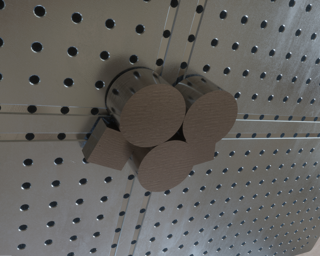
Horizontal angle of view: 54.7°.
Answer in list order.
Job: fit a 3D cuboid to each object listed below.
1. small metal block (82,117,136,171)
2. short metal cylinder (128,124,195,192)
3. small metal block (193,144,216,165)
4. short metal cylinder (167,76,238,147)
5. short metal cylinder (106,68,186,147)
[{"bbox_3d":[-0.061,0.021,0.387,0.050,0.025,0.050,23,106,-37],"label":"small metal block"},{"bbox_3d":[-0.001,0.038,0.414,0.081,0.050,0.079,-14,124,-21],"label":"short metal cylinder"},{"bbox_3d":[0.053,0.026,0.452,0.050,0.025,0.050,-13,124,-21],"label":"small metal block"},{"bbox_3d":[0.053,-0.022,0.406,0.081,0.050,0.079,-14,124,-21],"label":"short metal cylinder"},{"bbox_3d":[-0.017,-0.024,0.366,0.081,0.050,0.079,-14,124,-21],"label":"short metal cylinder"}]
